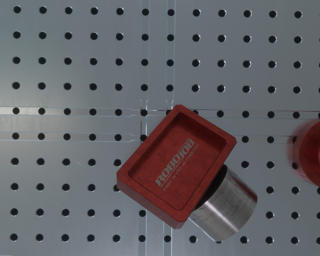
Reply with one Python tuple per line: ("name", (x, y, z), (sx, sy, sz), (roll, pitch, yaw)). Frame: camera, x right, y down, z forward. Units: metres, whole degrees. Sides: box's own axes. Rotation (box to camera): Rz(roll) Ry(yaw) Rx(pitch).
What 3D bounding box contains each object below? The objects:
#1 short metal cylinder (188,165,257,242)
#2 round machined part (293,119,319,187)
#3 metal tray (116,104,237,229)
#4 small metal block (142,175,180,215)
("short metal cylinder", (0.073, 0.092, 0.385), (0.050, 0.080, 0.080), (43, 90, -4))
("round machined part", (0.232, 0.034, 0.407), (0.099, 0.042, 0.097), (0, 90, 0))
("metal tray", (0.022, 0.041, 0.370), (0.090, 0.030, 0.130), (33, 59, 13))
("small metal block", (0.001, 0.079, 0.401), (0.050, 0.050, 0.025), (42, 90, 0))
